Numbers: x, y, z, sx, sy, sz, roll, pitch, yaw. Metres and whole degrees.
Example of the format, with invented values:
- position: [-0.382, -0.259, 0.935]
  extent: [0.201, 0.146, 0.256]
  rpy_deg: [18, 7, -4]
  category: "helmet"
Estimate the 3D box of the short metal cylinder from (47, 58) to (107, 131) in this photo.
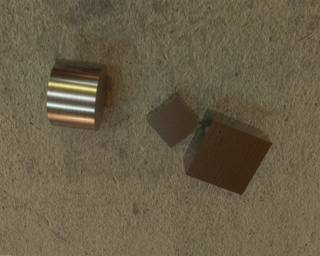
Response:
- position: [-0.094, -0.039, 0.365]
  extent: [0.050, 0.080, 0.079]
  rpy_deg: [7, 110, -3]
  category: "short metal cylinder"

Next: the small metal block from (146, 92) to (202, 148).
- position: [0.018, -0.010, 0.406]
  extent: [0.050, 0.025, 0.050]
  rpy_deg: [-38, 106, 12]
  category: "small metal block"

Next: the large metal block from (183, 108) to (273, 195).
- position: [0.085, 0.030, 0.408]
  extent: [0.080, 0.050, 0.079]
  rpy_deg: [21, 109, -8]
  category: "large metal block"
